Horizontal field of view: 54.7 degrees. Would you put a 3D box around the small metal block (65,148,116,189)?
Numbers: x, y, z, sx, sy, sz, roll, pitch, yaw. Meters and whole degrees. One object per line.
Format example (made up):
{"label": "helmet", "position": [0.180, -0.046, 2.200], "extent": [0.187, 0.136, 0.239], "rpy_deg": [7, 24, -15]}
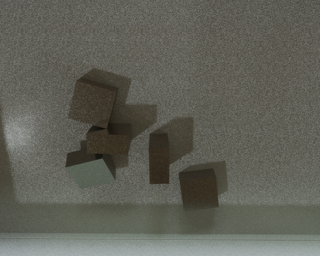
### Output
{"label": "small metal block", "position": [-0.093, 0.053, 0.421], "extent": [0.050, 0.025, 0.050], "rpy_deg": [-14, 133, 5]}

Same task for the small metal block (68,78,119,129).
{"label": "small metal block", "position": [-0.085, -0.032, 0.398], "extent": [0.050, 0.025, 0.050], "rpy_deg": [16, 107, -6]}

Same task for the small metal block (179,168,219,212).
{"label": "small metal block", "position": [0.055, 0.089, 0.445], "extent": [0.050, 0.025, 0.050], "rpy_deg": [-8, 110, 2]}

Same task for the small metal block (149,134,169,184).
{"label": "small metal block", "position": [-0.001, 0.040, 0.413], "extent": [0.025, 0.050, 0.050], "rpy_deg": [-1, 110, 0]}

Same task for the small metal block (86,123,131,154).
{"label": "small metal block", "position": [-0.064, 0.013, 0.401], "extent": [0.050, 0.050, 0.025], "rpy_deg": [1, 107, -1]}
